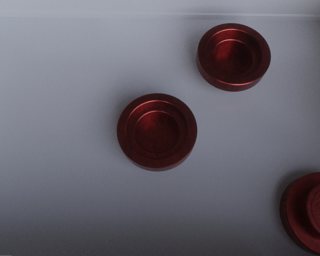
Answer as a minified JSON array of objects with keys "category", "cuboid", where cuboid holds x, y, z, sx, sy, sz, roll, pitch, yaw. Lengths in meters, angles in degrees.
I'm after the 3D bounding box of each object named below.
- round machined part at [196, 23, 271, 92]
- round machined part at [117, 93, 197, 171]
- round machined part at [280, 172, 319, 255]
[{"category":"round machined part","cuboid":[0.100,-0.094,0.436,0.099,0.042,0.098,0,70,0]},{"category":"round machined part","cuboid":[-0.003,0.008,0.398,0.099,0.042,0.098,0,70,0]},{"category":"round machined part","cuboid":[0.198,0.100,0.365,0.099,0.042,0.098,0,70,0]}]
